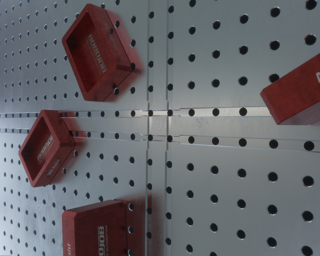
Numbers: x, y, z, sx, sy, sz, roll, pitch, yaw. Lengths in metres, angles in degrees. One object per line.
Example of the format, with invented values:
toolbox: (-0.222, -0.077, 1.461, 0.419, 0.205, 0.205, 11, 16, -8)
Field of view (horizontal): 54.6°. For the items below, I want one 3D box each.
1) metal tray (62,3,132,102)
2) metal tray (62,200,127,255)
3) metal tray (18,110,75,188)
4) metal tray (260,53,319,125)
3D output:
metal tray: (-0.104, -0.118, 0.493, 0.090, 0.030, 0.130, -38, 67, 33)
metal tray: (-0.090, 0.176, 0.442, 0.030, 0.091, 0.129, -5, 87, 40)
metal tray: (-0.219, 0.040, 0.588, 0.129, 0.030, 0.090, -50, 61, 28)
metal tray: (0.155, -0.046, 0.239, 0.130, 0.091, 0.030, -35, 68, 34)
